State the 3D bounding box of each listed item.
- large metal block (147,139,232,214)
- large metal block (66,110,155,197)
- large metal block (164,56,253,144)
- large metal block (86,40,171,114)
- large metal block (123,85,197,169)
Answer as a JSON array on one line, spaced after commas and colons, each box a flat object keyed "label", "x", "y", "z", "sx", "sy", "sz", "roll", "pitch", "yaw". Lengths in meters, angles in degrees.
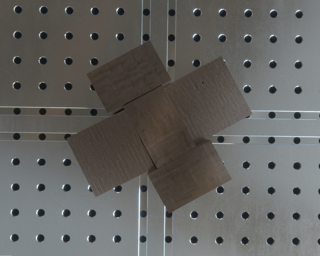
[{"label": "large metal block", "x": 0.033, "y": 0.055, "z": 0.386, "sx": 0.080, "sy": 0.080, "sz": 0.050, "roll": -29, "pitch": 90, "yaw": -1}, {"label": "large metal block", "x": -0.060, "y": 0.031, "z": 0.401, "sx": 0.080, "sy": 0.050, "sz": 0.080, "roll": -27, "pitch": 90, "yaw": 0}, {"label": "large metal block", "x": 0.058, "y": -0.034, "z": 0.400, "sx": 0.080, "sy": 0.050, "sz": 0.080, "roll": -29, "pitch": 92, "yaw": 0}, {"label": "large metal block", "x": -0.034, "y": -0.057, "z": 0.385, "sx": 0.080, "sy": 0.080, "sz": 0.050, "roll": -28, "pitch": 90, "yaw": 0}, {"label": "large metal block", "x": 0.000, "y": -0.002, "z": 0.386, "sx": 0.050, "sy": 0.080, "sz": 0.080, "roll": -29, "pitch": 90, "yaw": 0}]
